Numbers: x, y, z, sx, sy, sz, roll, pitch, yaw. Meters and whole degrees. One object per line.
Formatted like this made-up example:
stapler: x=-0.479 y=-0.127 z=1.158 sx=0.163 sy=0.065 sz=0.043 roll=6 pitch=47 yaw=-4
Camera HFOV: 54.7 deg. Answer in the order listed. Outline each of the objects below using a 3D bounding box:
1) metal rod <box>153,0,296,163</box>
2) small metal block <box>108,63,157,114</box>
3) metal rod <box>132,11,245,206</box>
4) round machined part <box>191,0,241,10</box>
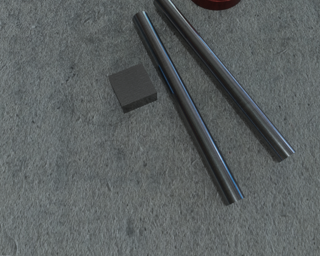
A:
metal rod: x=0.082 y=-0.081 z=0.438 sx=0.025 sy=0.025 sz=0.299 roll=-31 pitch=73 yaw=-11
small metal block: x=-0.037 y=-0.055 z=0.428 sx=0.050 sy=0.025 sz=0.050 roll=-23 pitch=72 yaw=-9
metal rod: x=0.031 y=-0.039 z=0.422 sx=0.025 sy=0.025 sz=0.299 roll=-23 pitch=72 yaw=-8
round machined part: x=0.090 y=-0.239 z=0.487 sx=0.099 sy=0.042 sz=0.098 roll=0 pitch=70 yaw=0
